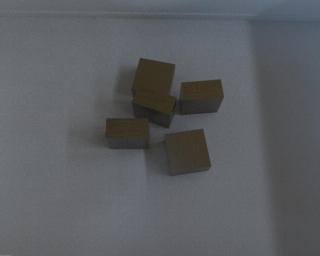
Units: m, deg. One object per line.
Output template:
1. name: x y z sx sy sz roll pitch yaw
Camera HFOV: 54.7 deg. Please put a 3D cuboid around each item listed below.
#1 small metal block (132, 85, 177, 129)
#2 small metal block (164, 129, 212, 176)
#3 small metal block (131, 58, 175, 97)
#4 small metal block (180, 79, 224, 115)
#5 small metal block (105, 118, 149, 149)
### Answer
1. small metal block: -0.007 -0.026 0.406 0.050 0.050 0.025 19 71 6
2. small metal block: 0.034 0.032 0.398 0.050 0.025 0.050 -8 70 -3
3. small metal block: -0.008 -0.066 0.434 0.050 0.025 0.050 12 70 4
4. small metal block: 0.053 -0.040 0.411 0.050 0.050 0.025 -5 70 -2
5. small metal block: -0.039 0.008 0.393 0.050 0.050 0.025 0 70 0
